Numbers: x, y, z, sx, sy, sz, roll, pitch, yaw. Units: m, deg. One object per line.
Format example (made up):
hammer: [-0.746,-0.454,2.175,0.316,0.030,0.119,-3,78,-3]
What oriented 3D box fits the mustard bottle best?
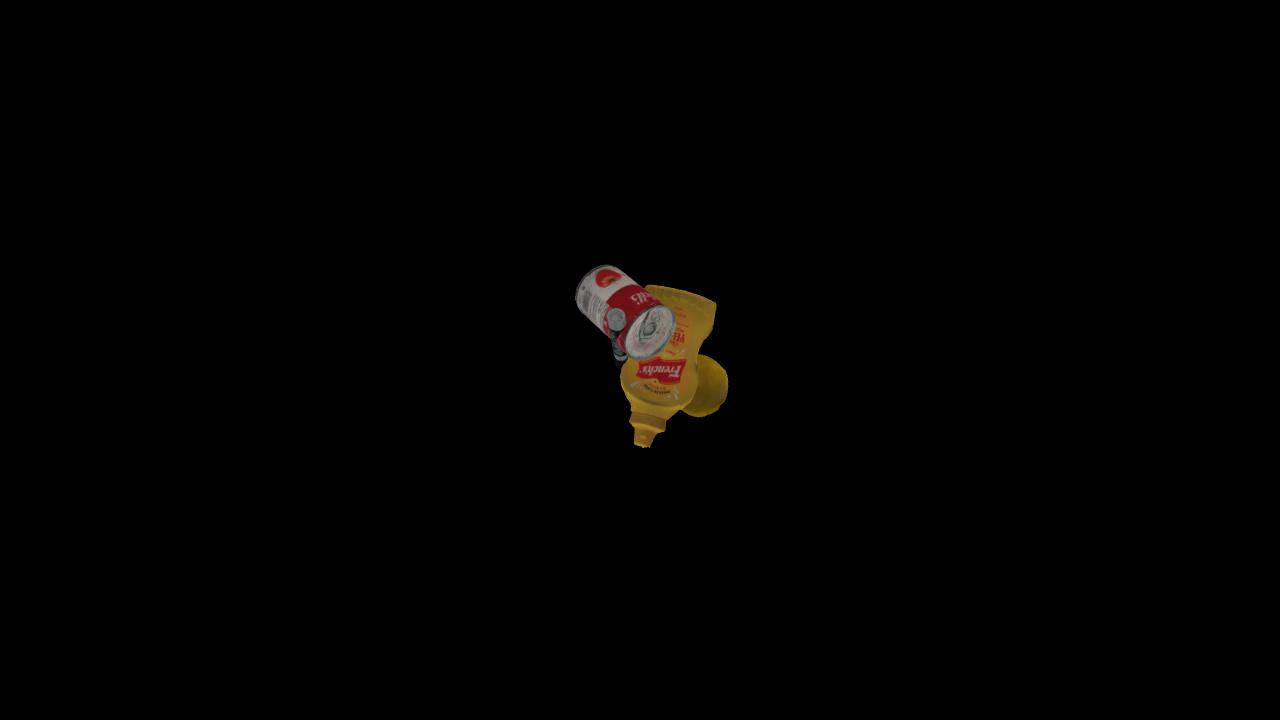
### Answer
mustard bottle: [0.025,0.011,0.707,0.092,0.184,0.054,16,-10,-4]

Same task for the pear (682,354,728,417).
pear: [0.049,0.026,0.731,0.111,0.080,0.080,8,-4,-32]

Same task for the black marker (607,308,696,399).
black marker: [-0.022,-0.019,0.664,0.020,0.020,0.121,0,-24,2]

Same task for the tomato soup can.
tomato soup can: [-0.017,-0.053,0.671,0.068,0.068,0.101,0,32,-43]
